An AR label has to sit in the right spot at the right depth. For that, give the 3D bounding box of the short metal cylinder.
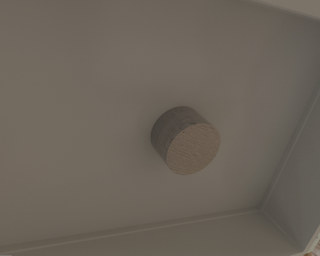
[{"bbox_3d":[0.034,0.017,0.421,0.081,0.050,0.080,-14,124,-21],"label":"short metal cylinder"}]
